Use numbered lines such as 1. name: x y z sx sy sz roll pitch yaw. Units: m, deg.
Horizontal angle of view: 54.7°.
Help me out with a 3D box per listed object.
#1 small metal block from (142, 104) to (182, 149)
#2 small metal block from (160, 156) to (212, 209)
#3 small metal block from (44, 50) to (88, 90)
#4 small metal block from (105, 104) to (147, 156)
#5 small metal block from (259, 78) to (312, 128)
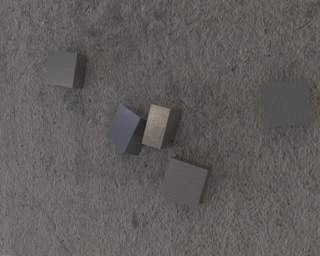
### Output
1. small metal block: 0.004 -0.002 0.394 0.025 0.050 0.050 16 95 19
2. small metal block: 0.033 0.068 0.397 0.050 0.025 0.050 17 96 19
3. small metal block: -0.139 -0.086 0.458 0.050 0.025 0.050 11 94 19
4. small metal block: -0.041 0.002 0.413 0.050 0.025 0.050 35 103 44
5. small metal block: 0.144 -0.028 0.358 0.050 0.025 0.050 -6 88 19
